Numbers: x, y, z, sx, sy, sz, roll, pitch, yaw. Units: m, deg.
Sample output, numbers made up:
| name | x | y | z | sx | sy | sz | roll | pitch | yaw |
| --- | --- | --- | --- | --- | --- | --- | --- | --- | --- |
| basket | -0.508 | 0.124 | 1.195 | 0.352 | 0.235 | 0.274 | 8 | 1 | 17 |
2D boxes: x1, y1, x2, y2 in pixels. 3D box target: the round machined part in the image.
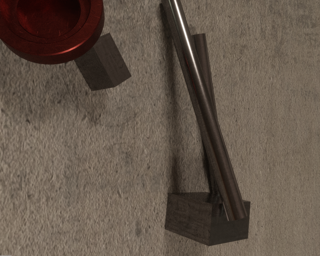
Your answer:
| name | x | y | z | sx | sy | sz | roll | pitch | yaw |
| --- | --- | --- | --- | --- | --- | --- | --- | --- | --- |
| round machined part | -0.102 | -0.104 | 0.289 | 0.099 | 0.042 | 0.098 | 1 | 78 | -6 |

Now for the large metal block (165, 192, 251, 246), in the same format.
| name | x | y | z | sx | sy | sz | roll | pitch | yaw |
| --- | --- | --- | --- | --- | --- | --- | --- | --- | --- |
| large metal block | 0.065 | 0.120 | 0.426 | 0.081 | 0.080 | 0.050 | 9 | 85 | -40 |

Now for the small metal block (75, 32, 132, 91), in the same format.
| name | x | y | z | sx | sy | sz | roll | pitch | yaw |
| --- | --- | --- | --- | --- | --- | --- | --- | --- | --- |
| small metal block | -0.065 | -0.070 | 0.335 | 0.025 | 0.050 | 0.050 | -41 | 115 | -33 |

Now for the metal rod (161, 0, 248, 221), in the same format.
| name | x | y | z | sx | sy | sz | roll | pitch | yaw |
| --- | --- | --- | --- | --- | --- | --- | --- | --- | --- |
| metal rod | 0.054 | -0.034 | 0.397 | 0.025 | 0.025 | 0.299 | -8 | 79 | -40 |

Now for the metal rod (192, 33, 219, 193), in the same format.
| name | x | y | z | sx | sy | sz | roll | pitch | yaw |
| --- | --- | --- | --- | --- | --- | --- | --- | --- | --- |
| metal rod | 0.079 | 0.010 | 0.473 | 0.025 | 0.025 | 0.298 | -17 | 101 | -39 |
